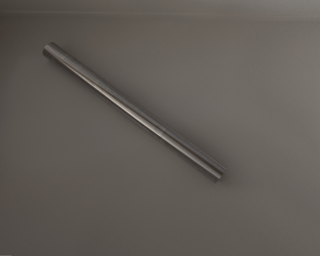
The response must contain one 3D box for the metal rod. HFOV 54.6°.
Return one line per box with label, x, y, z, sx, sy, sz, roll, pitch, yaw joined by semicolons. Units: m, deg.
metal rod;-0.042;-0.027;0.419;0.300;0.025;0.025;36;74;12
